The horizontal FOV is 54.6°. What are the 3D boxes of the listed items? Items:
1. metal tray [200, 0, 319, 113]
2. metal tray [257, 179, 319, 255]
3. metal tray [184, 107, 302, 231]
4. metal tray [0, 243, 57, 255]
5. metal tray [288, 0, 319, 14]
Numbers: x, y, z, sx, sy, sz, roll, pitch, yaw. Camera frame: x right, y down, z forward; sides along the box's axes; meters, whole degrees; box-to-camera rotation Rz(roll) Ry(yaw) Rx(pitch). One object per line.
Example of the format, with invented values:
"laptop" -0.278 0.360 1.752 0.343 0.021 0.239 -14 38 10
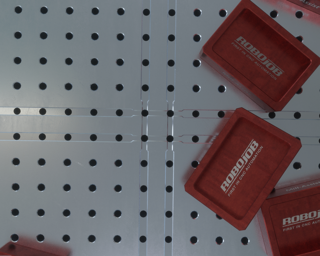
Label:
"metal tray" 0.131 -0.094 0.411 0.130 0.030 0.090 39 90 0
"metal tray" 0.201 0.121 0.412 0.131 0.030 0.090 -14 90 0
"metal tray" 0.104 0.050 0.396 0.090 0.030 0.130 34 90 21
"metal tray" -0.186 0.229 0.409 0.090 0.030 0.129 16 90 0
"metal tray" 0.208 -0.211 0.412 0.130 0.030 0.090 24 90 0
